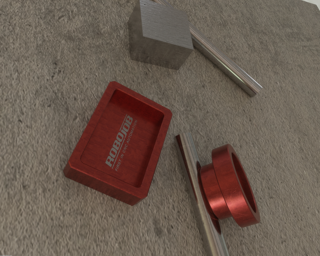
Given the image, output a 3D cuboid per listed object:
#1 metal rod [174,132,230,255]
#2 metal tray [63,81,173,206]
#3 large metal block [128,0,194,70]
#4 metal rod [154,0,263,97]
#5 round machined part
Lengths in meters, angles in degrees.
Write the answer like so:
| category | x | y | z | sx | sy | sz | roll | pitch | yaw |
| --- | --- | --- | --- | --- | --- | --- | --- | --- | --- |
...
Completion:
| category | x | y | z | sx | sy | sz | roll | pitch | yaw |
| --- | --- | --- | --- | --- | --- | --- | --- | --- | --- |
| metal rod | 0.066 | 0.143 | 0.353 | 0.025 | 0.025 | 0.299 | -1 | 62 | -29 |
| metal tray | -0.044 | 0.014 | 0.369 | 0.090 | 0.030 | 0.130 | 27 | 52 | -12 |
| large metal block | -0.001 | -0.143 | 0.476 | 0.081 | 0.050 | 0.080 | 8 | 58 | -25 |
| metal rod | 0.055 | -0.161 | 0.534 | 0.300 | 0.025 | 0.025 | 41 | 51 | 0 |
| round machined part | 0.082 | 0.072 | 0.374 | 0.098 | 0.042 | 0.098 | 55 | 21 | -33 |
